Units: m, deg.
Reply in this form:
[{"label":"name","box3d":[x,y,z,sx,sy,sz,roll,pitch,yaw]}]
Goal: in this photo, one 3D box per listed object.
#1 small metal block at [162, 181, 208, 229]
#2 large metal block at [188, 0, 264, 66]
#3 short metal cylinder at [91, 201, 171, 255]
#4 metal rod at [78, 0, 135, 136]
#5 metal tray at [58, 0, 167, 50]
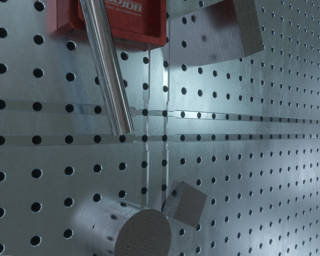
[{"label":"small metal block","box3d":[0.036,0.109,0.442,0.050,0.025,0.050,35,68,-35]},{"label":"large metal block","box3d":[0.097,-0.142,0.457,0.050,0.080,0.080,-27,107,-37]},{"label":"short metal cylinder","box3d":[-0.033,0.131,0.367,0.081,0.050,0.079,0,91,-40]},{"label":"metal rod","box3d":[-0.071,-0.138,0.310,0.025,0.025,0.298,-21,103,-38]},{"label":"metal tray","box3d":[-0.051,-0.147,0.364,0.131,0.030,0.089,-1,91,-40]}]
